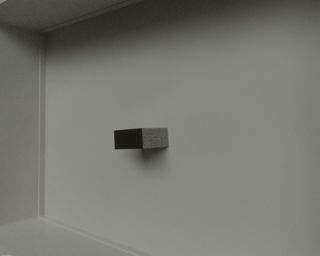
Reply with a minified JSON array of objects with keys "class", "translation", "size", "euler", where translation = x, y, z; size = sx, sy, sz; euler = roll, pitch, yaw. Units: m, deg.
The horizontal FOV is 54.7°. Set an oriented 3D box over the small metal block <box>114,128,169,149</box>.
[{"class":"small metal block","translation":[-0.024,0.014,0.409],"size":[0.050,0.050,0.025],"euler":[-5,87,39]}]
